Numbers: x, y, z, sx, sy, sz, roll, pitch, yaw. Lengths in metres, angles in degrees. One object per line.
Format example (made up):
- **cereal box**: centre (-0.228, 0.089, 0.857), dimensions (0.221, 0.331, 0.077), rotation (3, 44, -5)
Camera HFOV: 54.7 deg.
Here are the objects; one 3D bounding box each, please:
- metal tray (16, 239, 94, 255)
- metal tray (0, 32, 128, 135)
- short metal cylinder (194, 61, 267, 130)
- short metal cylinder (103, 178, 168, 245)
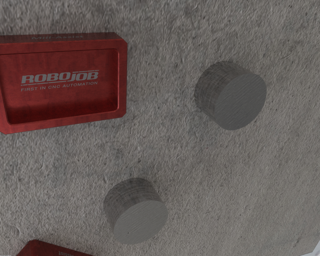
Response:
- **metal tray**: centre (-0.158, 0.220, 0.454), dimensions (0.090, 0.030, 0.130), rotation (-48, 129, 5)
- **metal tray**: centre (-0.101, -0.048, 0.318), dimensions (0.131, 0.030, 0.089), rotation (-10, 123, -24)
- **short metal cylinder**: centre (0.094, -0.044, 0.415), dimensions (0.081, 0.050, 0.079), rotation (-14, 124, -21)
- **short metal cylinder**: centre (-0.035, 0.119, 0.445), dimensions (0.081, 0.050, 0.079), rotation (-14, 124, -21)
